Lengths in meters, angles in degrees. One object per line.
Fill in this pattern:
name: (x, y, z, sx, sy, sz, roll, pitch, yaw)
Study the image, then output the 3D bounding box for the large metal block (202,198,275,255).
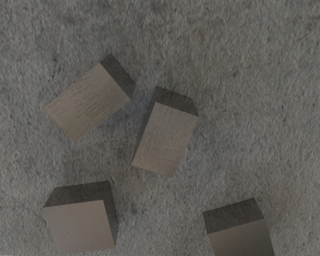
large metal block: (0.116, 0.160, 0.457, 0.080, 0.050, 0.080, -18, 109, 6)

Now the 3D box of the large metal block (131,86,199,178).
large metal block: (0.005, 0.001, 0.381, 0.050, 0.080, 0.079, 19, 109, -7)

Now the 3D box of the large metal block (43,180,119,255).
large metal block: (-0.108, 0.127, 0.442, 0.080, 0.050, 0.079, -8, 110, 2)

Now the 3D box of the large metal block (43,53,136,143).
large metal block: (-0.078, -0.039, 0.365, 0.080, 0.080, 0.050, -36, 107, 12)
